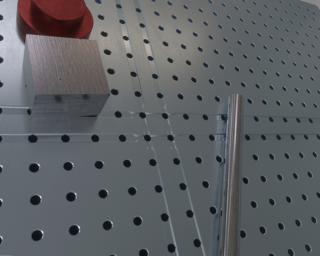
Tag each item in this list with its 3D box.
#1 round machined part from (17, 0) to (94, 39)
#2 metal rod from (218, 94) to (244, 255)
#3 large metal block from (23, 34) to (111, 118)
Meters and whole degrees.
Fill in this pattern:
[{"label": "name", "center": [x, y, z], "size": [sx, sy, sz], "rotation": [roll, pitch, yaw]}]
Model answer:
[{"label": "round machined part", "center": [-0.138, -0.156, 0.418], "size": [0.099, 0.042, 0.098], "rotation": [14, 56, -21]}, {"label": "metal rod", "center": [0.097, 0.072, 0.416], "size": [0.025, 0.025, 0.300], "rotation": [23, 53, -14]}, {"label": "large metal block", "center": [-0.113, -0.060, 0.368], "size": [0.081, 0.050, 0.080], "rotation": [-4, 64, -30]}]
